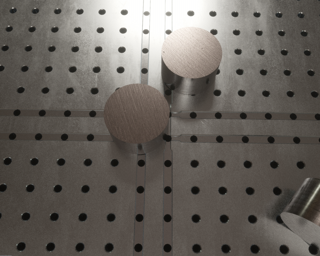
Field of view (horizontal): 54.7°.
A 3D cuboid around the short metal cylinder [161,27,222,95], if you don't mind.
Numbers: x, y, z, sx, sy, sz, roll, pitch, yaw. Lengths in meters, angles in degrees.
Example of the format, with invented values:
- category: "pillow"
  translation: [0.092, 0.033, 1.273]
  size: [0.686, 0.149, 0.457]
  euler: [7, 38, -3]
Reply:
- category: "short metal cylinder"
  translation: [0.042, -0.093, 0.433]
  size: [0.081, 0.050, 0.080]
  euler: [0, 70, 0]

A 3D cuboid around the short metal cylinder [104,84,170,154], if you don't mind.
- category: "short metal cylinder"
  translation: [-0.029, -0.011, 0.402]
  size: [0.081, 0.050, 0.080]
  euler: [0, 70, 0]

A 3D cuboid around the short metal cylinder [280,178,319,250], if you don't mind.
- category: "short metal cylinder"
  translation: [0.186, 0.101, 0.348]
  size: [0.080, 0.080, 0.050]
  euler: [38, 74, 12]
